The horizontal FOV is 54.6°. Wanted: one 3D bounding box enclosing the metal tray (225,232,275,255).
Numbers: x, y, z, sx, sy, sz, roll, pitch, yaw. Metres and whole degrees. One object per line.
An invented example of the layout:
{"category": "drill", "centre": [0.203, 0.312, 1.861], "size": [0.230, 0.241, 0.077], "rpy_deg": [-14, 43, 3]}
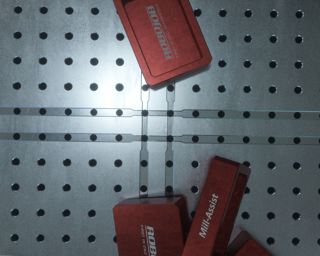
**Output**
{"category": "metal tray", "centre": [0.106, 0.217, 0.411], "size": [0.090, 0.030, 0.130], "rpy_deg": [42, 90, 0]}

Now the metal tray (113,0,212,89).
{"category": "metal tray", "centre": [0.003, -0.128, 0.410], "size": [0.090, 0.030, 0.130], "rpy_deg": [-22, 90, 0]}

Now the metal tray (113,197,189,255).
{"category": "metal tray", "centre": [-0.006, 0.158, 0.396], "size": [0.090, 0.030, 0.129], "rpy_deg": [-7, 90, 20]}

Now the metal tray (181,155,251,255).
{"category": "metal tray", "centre": [0.071, 0.103, 0.375], "size": [0.030, 0.090, 0.130], "rpy_deg": [17, 86, 26]}
